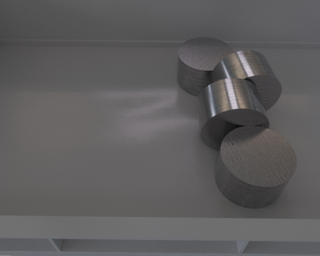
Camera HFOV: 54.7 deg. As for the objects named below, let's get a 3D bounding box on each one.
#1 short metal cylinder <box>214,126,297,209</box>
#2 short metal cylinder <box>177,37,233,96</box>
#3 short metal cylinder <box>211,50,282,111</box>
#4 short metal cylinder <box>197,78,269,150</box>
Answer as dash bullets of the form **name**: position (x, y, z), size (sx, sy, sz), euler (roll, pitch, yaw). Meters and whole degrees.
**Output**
- **short metal cylinder**: position (0.106, 0.044, 0.353), size (0.080, 0.050, 0.080), euler (0, 50, 0)
- **short metal cylinder**: position (0.067, -0.093, 0.467), size (0.080, 0.050, 0.080), euler (0, 50, 0)
- **short metal cylinder**: position (0.114, -0.057, 0.418), size (0.081, 0.080, 0.050), euler (-6, 51, -5)
- **short metal cylinder**: position (0.088, -0.015, 0.382), size (0.081, 0.080, 0.050), euler (-1, 50, -1)
